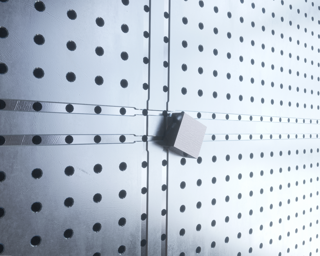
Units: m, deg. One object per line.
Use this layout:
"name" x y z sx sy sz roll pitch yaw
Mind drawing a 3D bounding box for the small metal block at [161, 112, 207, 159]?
"small metal block" 0.036 0.011 0.441 0.050 0.025 0.050 30 71 -36
